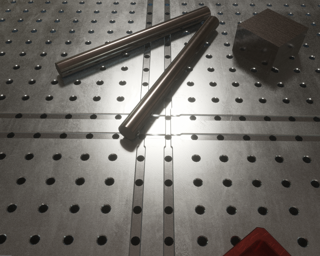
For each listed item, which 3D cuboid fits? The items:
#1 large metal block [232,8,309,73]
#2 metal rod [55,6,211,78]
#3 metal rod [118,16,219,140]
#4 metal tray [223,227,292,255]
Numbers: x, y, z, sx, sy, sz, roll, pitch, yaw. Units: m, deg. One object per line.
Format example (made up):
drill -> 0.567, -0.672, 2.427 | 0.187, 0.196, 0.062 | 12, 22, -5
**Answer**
large metal block -> 0.183, -0.148, 0.519 | 0.080, 0.050, 0.080 | -33, 58, -25
metal rod -> -0.034, -0.155, 0.537 | 0.302, 0.025, 0.025 | -28, 56, -22
metal rod -> 0.027, -0.095, 0.487 | 0.025, 0.025, 0.301 | 22, 53, 17
metal tray -> 0.074, 0.161, 0.269 | 0.131, 0.030, 0.090 | -29, 56, -23
